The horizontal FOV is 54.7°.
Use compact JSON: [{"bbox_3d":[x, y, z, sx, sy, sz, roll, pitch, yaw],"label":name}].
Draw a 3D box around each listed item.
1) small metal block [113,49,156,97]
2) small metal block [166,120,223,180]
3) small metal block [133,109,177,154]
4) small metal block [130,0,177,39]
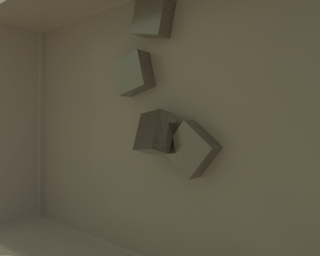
[{"bbox_3d":[-0.037,-0.076,0.435,0.050,0.025,0.050,-18,79,38],"label":"small metal block"},{"bbox_3d":[0.039,0.026,0.374,0.050,0.025,0.050,47,117,29],"label":"small metal block"},{"bbox_3d":[-0.007,0.006,0.392,0.050,0.025,0.050,-10,65,59],"label":"small metal block"},{"bbox_3d":[-0.009,-0.148,0.412,0.050,0.025,0.050,16,100,38],"label":"small metal block"}]
